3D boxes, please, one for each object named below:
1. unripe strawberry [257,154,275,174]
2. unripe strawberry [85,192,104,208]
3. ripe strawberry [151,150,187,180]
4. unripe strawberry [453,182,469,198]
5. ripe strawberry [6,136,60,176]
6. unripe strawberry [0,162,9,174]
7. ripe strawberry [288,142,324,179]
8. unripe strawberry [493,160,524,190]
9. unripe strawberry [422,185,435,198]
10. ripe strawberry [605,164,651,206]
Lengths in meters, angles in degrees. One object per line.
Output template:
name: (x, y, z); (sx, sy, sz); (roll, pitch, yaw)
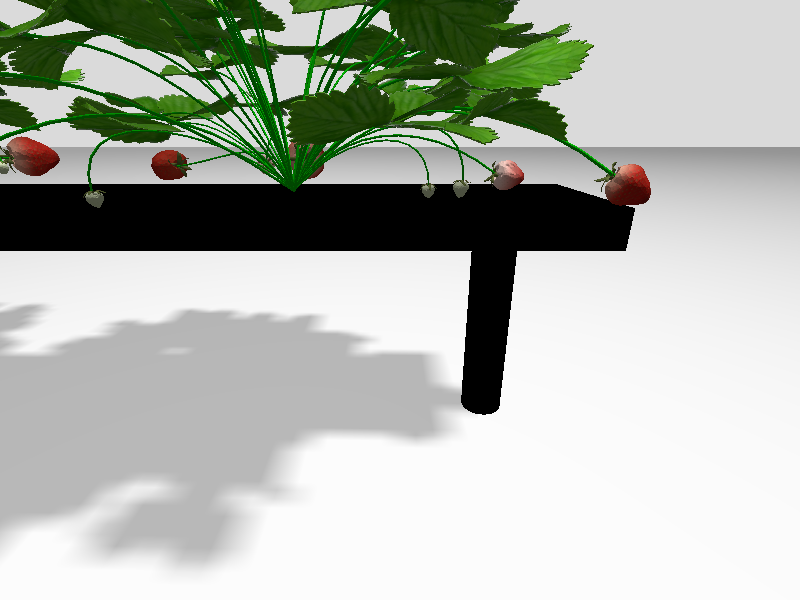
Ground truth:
unripe strawberry: (-0.160, -0.162, 0.479); (0.020, 0.022, 0.021); (-10, 6, -23)
unripe strawberry: (-0.194, -0.064, 0.255); (0.010, 0.010, 0.011); (-18, 29, -37)
ripe strawberry: (-0.238, -0.138, 0.411); (0.034, 0.029, 0.034); (11, 25, 27)
unripe strawberry: (0.044, -0.080, 0.290); (0.011, 0.012, 0.011); (8, 24, 19)
ripe strawberry: (-0.435, -0.171, 0.478); (0.042, 0.044, 0.046); (14, 26, 31)
unripe strawberry: (-0.383, -0.127, 0.386); (0.010, 0.011, 0.011); (-8, 24, -18)
ripe strawberry: (-0.107, -0.162, 0.457); (0.042, 0.045, 0.045); (-3, 22, -6)
unripe strawberry: (0.090, -0.103, 0.333); (0.025, 0.024, 0.027); (6, 22, -2)
unripe strawberry: (0.021, -0.080, 0.294); (0.010, 0.010, 0.009); (9, 24, 21)
ripe strawberry: (0.152, -0.074, 0.263); (0.028, 0.027, 0.026); (32, 28, 4)
